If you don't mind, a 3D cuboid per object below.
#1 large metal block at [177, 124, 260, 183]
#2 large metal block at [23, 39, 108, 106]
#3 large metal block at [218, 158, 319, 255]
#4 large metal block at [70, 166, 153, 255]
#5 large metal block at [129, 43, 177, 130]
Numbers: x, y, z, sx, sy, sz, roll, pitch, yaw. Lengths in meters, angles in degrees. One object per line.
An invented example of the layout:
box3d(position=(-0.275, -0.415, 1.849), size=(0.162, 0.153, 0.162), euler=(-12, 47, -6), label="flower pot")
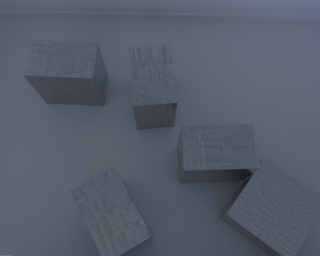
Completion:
box3d(position=(0.064, 0.033, 0.369), size=(0.081, 0.080, 0.050), euler=(-1, 70, -1), label="large metal block")
box3d(position=(-0.117, -0.069, 0.404), size=(0.081, 0.080, 0.050), euler=(2, 70, 0), label="large metal block")
box3d(position=(0.129, 0.095, 0.363), size=(0.080, 0.050, 0.080), euler=(36, 74, 12), label="large metal block")
box3d(position=(-0.050, 0.097, 0.344), size=(0.050, 0.080, 0.080), euler=(-29, 73, -10), label="large metal block")
box3d(position=(-0.009, -0.050, 0.399), size=(0.050, 0.080, 0.080), euler=(-5, 70, -2), label="large metal block")
